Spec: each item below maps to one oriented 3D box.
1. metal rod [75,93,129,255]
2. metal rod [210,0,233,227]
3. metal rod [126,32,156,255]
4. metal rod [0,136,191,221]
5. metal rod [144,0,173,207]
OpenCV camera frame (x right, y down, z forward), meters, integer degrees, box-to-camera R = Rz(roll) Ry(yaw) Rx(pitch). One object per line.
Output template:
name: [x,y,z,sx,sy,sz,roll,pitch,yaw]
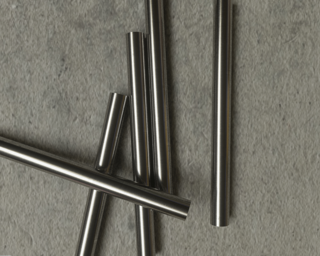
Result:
metal rod: [-0.085,0.102,0.408,0.025,0.025,0.298,12,90,-1]
metal rod: [0.081,-0.022,0.411,0.025,0.025,0.298,1,90,-1]
metal rod: [-0.025,0.025,0.409,0.025,0.025,0.298,-3,90,-1]
metal rod: [-0.109,0.054,0.387,0.301,0.025,0.025,17,90,8]
metal rod: [-0.002,-0.041,0.409,0.025,0.025,0.298,-3,90,-1]
